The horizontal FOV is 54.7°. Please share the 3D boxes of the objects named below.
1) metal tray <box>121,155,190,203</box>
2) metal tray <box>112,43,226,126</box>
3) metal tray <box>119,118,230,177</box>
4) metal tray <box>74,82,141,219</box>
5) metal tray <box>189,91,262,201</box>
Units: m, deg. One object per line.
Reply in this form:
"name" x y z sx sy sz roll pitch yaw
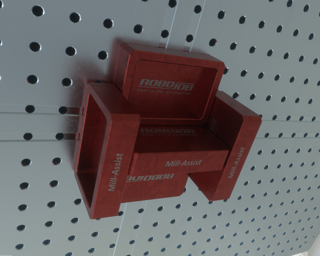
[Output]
"metal tray" -0.019 0.057 0.433 0.131 0.030 0.089 0 118 -29
"metal tray" 0.010 -0.049 0.384 0.131 0.030 0.089 0 118 -29
"metal tray" 0.008 0.018 0.384 0.131 0.090 0.030 1 118 -29
"metal tray" -0.065 0.024 0.349 0.030 0.090 0.129 1 118 -29
"metal tray" 0.078 0.023 0.427 0.030 0.090 0.129 1 118 -29
